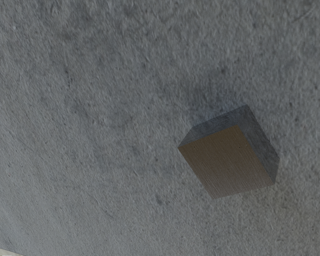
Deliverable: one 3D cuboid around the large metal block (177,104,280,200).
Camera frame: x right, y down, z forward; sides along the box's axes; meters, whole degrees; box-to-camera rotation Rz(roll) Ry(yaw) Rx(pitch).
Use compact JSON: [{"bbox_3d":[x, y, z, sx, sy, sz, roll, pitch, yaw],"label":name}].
[{"bbox_3d":[0.082,0.030,0.366,0.080,0.050,0.080,-25,105,37],"label":"large metal block"}]
